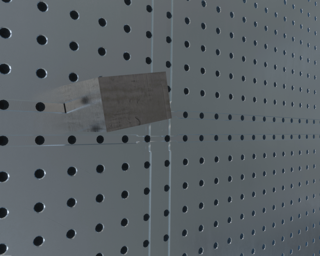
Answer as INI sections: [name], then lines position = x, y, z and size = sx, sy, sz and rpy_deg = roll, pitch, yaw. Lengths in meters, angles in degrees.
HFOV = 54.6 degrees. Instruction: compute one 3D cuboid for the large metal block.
[large metal block]
position = -0.047, -0.028, 0.333
size = 0.081, 0.080, 0.050
rpy_deg = -13, 99, -39
